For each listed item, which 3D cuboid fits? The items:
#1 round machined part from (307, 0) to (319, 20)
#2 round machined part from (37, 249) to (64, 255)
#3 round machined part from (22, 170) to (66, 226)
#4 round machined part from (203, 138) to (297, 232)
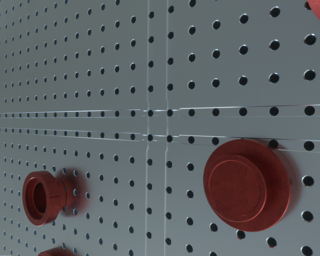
[{"bbox_3d":[0.168,-0.117,0.236,0.098,0.098,0.042,28,71,36],"label":"round machined part"},{"bbox_3d":[-0.209,0.279,0.573,0.098,0.042,0.097,0,90,40],"label":"round machined part"},{"bbox_3d":[-0.211,0.128,0.575,0.098,0.042,0.097,0,90,40],"label":"round machined part"},{"bbox_3d":[0.087,0.060,0.327,0.098,0.042,0.097,0,90,40],"label":"round machined part"}]
